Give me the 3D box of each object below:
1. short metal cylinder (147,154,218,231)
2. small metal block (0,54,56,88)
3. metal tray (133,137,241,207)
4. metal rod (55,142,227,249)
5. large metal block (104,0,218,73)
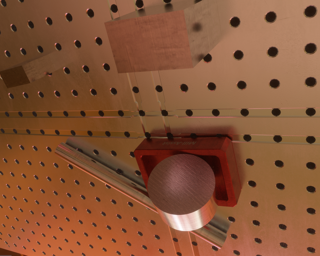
[{"bbox_3d":[0.030,0.079,0.383,0.080,0.080,0.050,10,145,22],"label":"short metal cylinder"},{"bbox_3d":[-0.188,-0.081,0.442,0.050,0.050,0.025,-5,116,30],"label":"small metal block"},{"bbox_3d":[0.037,0.059,0.423,0.130,0.030,0.089,-3,117,29],"label":"metal tray"},{"bbox_3d":[-0.036,0.102,0.491,0.301,0.025,0.025,27,128,10],"label":"metal rod"},{"bbox_3d":[0.005,-0.095,0.313,0.080,0.080,0.050,1,119,27],"label":"large metal block"}]
